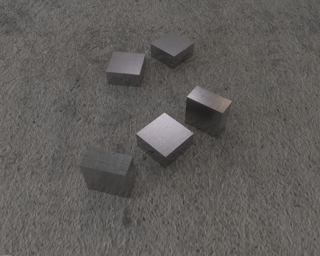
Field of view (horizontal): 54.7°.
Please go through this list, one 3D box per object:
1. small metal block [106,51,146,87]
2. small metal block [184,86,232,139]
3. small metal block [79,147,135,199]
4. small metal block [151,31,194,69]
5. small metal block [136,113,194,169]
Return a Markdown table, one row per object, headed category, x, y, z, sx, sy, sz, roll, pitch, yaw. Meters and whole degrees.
| category | x | y | z | sx | sy | sz | roll | pitch | yaw |
| --- | --- | --- | --- | --- | --- | --- | --- | --- | --- |
| small metal block | -0.051 | -0.091 | 0.479 | 0.050 | 0.025 | 0.050 | 6 | 50 | 5 |
| small metal block | 0.062 | -0.020 | 0.404 | 0.050 | 0.050 | 0.025 | 28 | 56 | 21 |
| small metal block | -0.056 | 0.050 | 0.344 | 0.050 | 0.050 | 0.025 | 11 | 51 | 9 |
| small metal block | 0.020 | -0.130 | 0.512 | 0.050 | 0.025 | 0.050 | 35 | 58 | 26 |
| small metal block | 0.006 | 0.015 | 0.391 | 0.050 | 0.025 | 0.050 | 37 | 59 | 27 |
